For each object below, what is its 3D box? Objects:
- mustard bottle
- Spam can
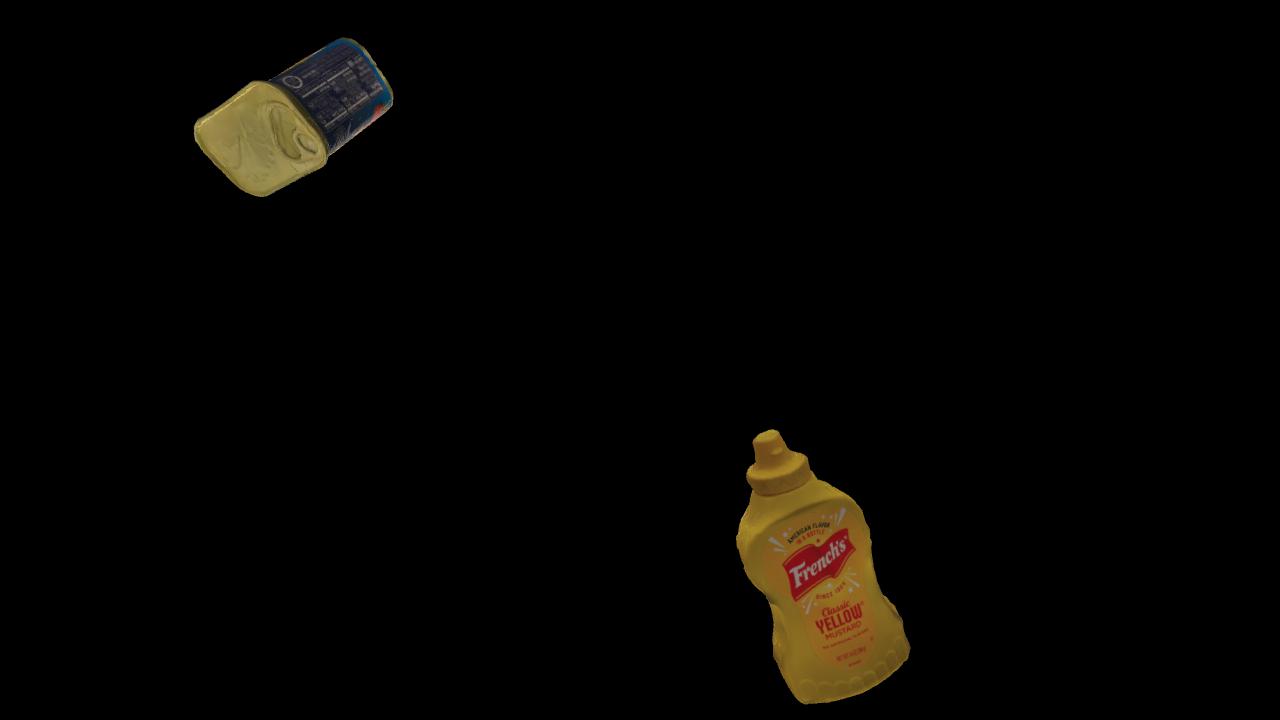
[{"bbox_3d":[0.115,0.134,0.424,0.092,0.184,0.054,-20,6,0],"label":"mustard bottle"},{"bbox_3d":[-0.232,-0.167,0.420,0.101,0.085,0.058,-9,-50,30],"label":"Spam can"}]
